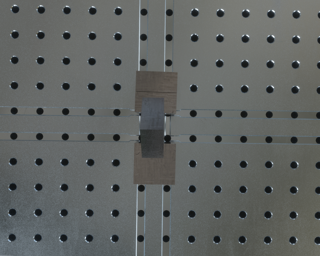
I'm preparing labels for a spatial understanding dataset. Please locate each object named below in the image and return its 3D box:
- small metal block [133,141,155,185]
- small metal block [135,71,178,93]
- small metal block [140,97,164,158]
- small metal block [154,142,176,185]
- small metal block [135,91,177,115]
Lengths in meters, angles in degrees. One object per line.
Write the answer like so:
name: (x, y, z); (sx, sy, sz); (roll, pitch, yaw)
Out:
small metal block: (-0.019, 0.043, 0.400); (0.025, 0.050, 0.050); (1, 90, 0)
small metal block: (-0.004, -0.056, 0.400); (0.050, 0.050, 0.025); (2, 90, -1)
small metal block: (-0.008, 0.000, 0.359); (0.025, 0.050, 0.050); (1, 48, 0)
small metal block: (0.006, 0.044, 0.400); (0.025, 0.050, 0.050); (1, 90, 0)
small metal block: (-0.005, -0.031, 0.400); (0.050, 0.050, 0.025); (2, 90, -1)
